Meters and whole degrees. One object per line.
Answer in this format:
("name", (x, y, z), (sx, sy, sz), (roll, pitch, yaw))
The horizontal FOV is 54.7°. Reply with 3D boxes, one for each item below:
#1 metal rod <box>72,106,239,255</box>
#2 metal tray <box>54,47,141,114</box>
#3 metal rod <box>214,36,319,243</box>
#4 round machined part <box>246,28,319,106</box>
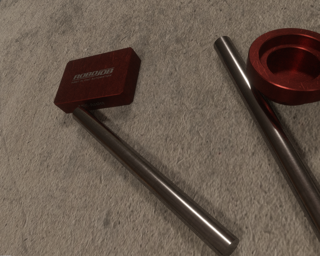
("metal rod", (-0.028, 0.047, 0.388), (0.025, 0.025, 0.300), (-49, 52, -6))
("metal tray", (-0.100, -0.075, 0.497), (0.130, 0.030, 0.090), (-6, 59, 24))
("metal rod", (0.121, -0.002, 0.340), (0.025, 0.025, 0.299), (-26, 53, 12))
("round machined part", (0.146, -0.063, 0.342), (0.099, 0.042, 0.098), (-3, 54, 4))
